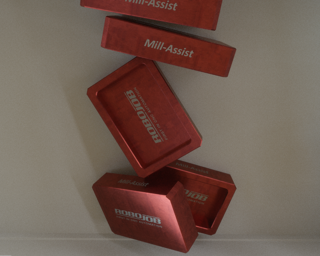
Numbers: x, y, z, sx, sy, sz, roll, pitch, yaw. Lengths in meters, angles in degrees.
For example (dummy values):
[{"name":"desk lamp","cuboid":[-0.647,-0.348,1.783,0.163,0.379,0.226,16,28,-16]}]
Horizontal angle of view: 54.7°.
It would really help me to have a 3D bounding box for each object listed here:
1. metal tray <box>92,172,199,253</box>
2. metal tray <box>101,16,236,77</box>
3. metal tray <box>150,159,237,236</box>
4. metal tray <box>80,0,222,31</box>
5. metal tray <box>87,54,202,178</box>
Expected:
[{"name":"metal tray","cuboid":[-0.022,0.109,0.410,0.130,0.030,0.089,0,118,36]},{"name":"metal tray","cuboid":[0.009,-0.093,0.342,0.131,0.090,0.030,13,110,-5]},{"name":"metal tray","cuboid":[0.031,0.095,0.444,0.131,0.030,0.089,17,109,-7]},{"name":"metal tray","cuboid":[-0.008,-0.132,0.327,0.131,0.090,0.030,9,110,-4]},{"name":"metal tray","cuboid":[-0.018,-0.015,0.385,0.090,0.030,0.130,-31,92,10]}]
